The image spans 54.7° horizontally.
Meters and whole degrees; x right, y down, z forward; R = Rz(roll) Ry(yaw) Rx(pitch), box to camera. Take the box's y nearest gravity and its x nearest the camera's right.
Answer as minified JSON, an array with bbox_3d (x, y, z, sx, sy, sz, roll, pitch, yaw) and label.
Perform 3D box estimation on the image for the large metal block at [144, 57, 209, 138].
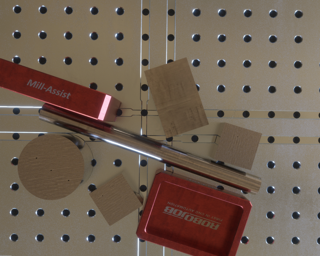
[{"bbox_3d":[0.019,-0.034,0.387,0.050,0.080,0.080,-19,90,0],"label":"large metal block"}]

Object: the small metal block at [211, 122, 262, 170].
[{"bbox_3d":[0.101,0.024,0.414,0.050,0.025,0.050,17,90,0],"label":"small metal block"}]

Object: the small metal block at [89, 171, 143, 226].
[{"bbox_3d":[-0.057,0.093,0.413,0.050,0.025,0.050,-32,90,0],"label":"small metal block"}]

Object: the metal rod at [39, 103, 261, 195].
[{"bbox_3d":[-0.012,0.028,0.413,0.301,0.025,0.025,19,90,0],"label":"metal rod"}]

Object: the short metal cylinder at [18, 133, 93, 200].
[{"bbox_3d":[-0.132,0.047,0.399,0.081,0.050,0.080,0,90,0],"label":"short metal cylinder"}]

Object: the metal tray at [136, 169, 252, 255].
[{"bbox_3d":[0.044,0.117,0.411,0.131,0.030,0.090,18,90,0],"label":"metal tray"}]

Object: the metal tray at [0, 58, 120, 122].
[{"bbox_3d":[-0.120,-0.042,0.379,0.131,0.090,0.030,19,90,0],"label":"metal tray"}]
